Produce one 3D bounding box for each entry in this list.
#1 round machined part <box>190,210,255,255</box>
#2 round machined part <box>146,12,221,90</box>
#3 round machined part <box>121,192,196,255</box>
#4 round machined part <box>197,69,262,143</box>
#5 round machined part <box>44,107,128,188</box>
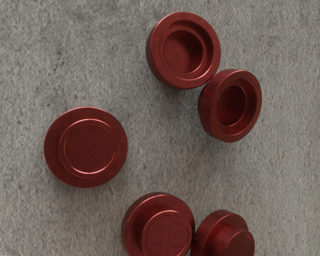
[{"bbox_3d":[0.091,0.165,0.421,0.099,0.042,0.097,-6,99,-37],"label":"round machined part"},{"bbox_3d":[0.028,-0.099,0.411,0.099,0.042,0.097,0,90,-20],"label":"round machined part"},{"bbox_3d":[0.002,0.136,0.402,0.099,0.042,0.097,0,90,-20],"label":"round machined part"},{"bbox_3d":[0.090,-0.032,0.424,0.099,0.042,0.097,-12,111,-32],"label":"round machined part"},{"bbox_3d":[-0.086,0.023,0.369,0.099,0.042,0.097,0,90,-21],"label":"round machined part"}]
